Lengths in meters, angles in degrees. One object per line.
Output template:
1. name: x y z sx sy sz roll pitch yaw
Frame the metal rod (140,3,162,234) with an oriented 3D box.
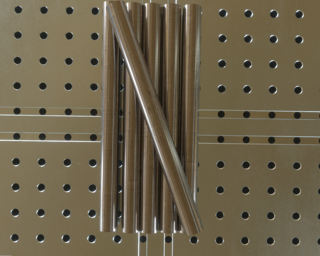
1. metal rod: -0.012 -0.013 0.412 0.025 0.025 0.298 1 90 0

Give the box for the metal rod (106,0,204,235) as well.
1. metal rod: -0.006 -0.012 0.388 0.025 0.025 0.299 -19 90 0

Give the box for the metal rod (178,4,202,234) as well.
1. metal rod: 0.040 -0.012 0.414 0.025 0.025 0.298 1 90 0

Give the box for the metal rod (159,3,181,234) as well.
1. metal rod: 0.013 -0.012 0.414 0.025 0.025 0.298 1 90 0

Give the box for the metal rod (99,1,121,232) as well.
1. metal rod: -0.066 -0.015 0.412 0.025 0.025 0.298 1 90 0

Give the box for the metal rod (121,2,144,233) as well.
1. metal rod: -0.037 -0.013 0.412 0.025 0.025 0.298 1 90 0
